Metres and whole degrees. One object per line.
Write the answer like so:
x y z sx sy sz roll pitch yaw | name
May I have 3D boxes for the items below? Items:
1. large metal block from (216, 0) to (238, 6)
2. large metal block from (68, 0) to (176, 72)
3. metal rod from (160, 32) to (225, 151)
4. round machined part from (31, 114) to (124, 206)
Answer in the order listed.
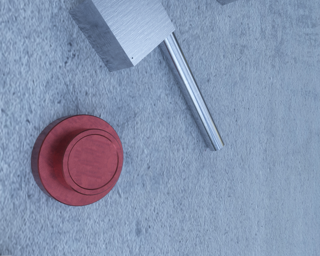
0.100 -0.251 0.474 0.080 0.050 0.080 26 74 -37 | large metal block
-0.041 -0.123 0.356 0.080 0.050 0.080 -49 119 -29 | large metal block
0.023 -0.094 0.425 0.025 0.025 0.299 -43 116 -32 | metal rod
-0.079 0.034 0.329 0.099 0.042 0.097 0 90 -40 | round machined part
